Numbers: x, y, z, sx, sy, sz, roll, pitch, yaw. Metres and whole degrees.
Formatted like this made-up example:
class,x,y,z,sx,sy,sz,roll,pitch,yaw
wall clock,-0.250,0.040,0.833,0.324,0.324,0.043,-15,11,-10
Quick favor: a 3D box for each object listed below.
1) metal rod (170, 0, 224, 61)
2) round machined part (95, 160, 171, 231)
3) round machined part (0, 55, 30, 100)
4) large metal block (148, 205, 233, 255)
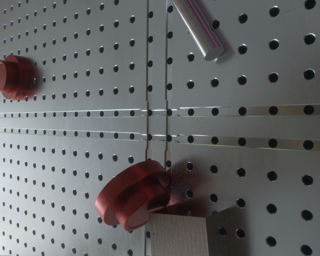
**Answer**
class,x,y,z,sx,sy,sz,roll,pitch,yaw
metal rod,0.002,-0.213,0.407,0.025,0.025,0.299,-39,67,33
round machined part,-0.026,0.089,0.384,0.042,0.099,0.097,48,119,29
round machined part,-0.324,-0.109,0.666,0.098,0.042,0.097,0,90,40
large metal block,0.036,0.137,0.363,0.080,0.050,0.080,-8,85,39
